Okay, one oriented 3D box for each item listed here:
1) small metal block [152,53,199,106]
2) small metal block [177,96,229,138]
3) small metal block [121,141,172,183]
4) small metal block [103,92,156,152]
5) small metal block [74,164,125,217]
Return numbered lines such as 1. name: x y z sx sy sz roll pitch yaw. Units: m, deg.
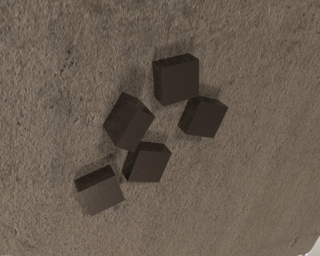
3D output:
1. small metal block: 0.020 -0.060 0.382 0.050 0.025 0.050 -17 126 -19
2. small metal block: 0.060 -0.016 0.432 0.050 0.025 0.050 8 114 -33
3. small metal block: -0.019 0.047 0.427 0.050 0.025 0.050 8 114 -32
4. small metal block: -0.038 -0.008 0.366 0.025 0.050 0.050 22 106 -37
5. small metal block: -0.080 0.084 0.416 0.050 0.025 0.050 -24 128 -14
